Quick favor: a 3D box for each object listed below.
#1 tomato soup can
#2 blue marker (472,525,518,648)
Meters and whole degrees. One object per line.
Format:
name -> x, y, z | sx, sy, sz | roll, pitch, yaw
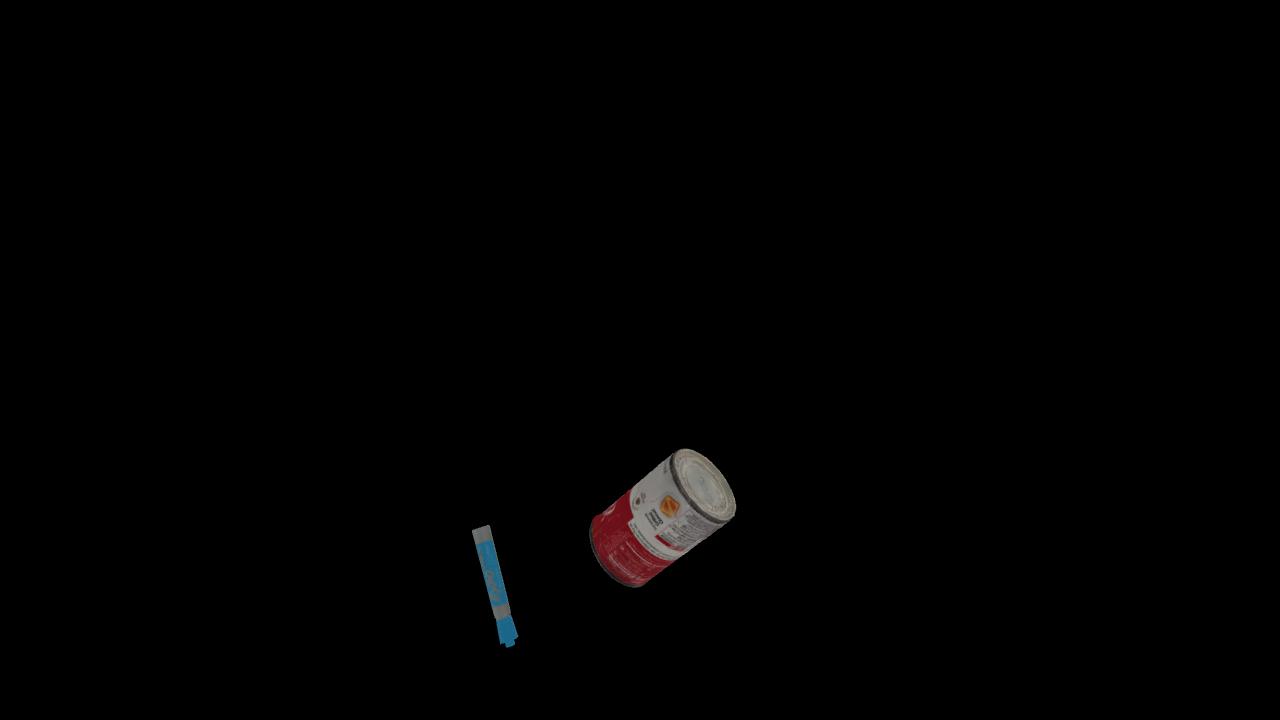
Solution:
tomato soup can -> 0.017, 0.124, 0.484 | 0.101, 0.068, 0.068 | -44, -22, 25
blue marker -> -0.148, 0.230, 0.628 | 0.020, 0.121, 0.020 | -17, -11, -3
